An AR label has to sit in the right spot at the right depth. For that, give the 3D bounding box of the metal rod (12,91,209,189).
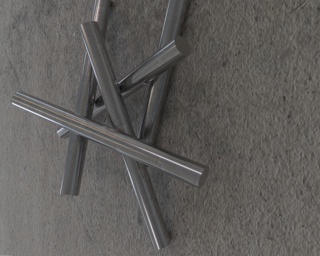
[{"bbox_3d":[-0.081,0.005,0.389,0.300,0.025,0.025,20,103,26],"label":"metal rod"}]

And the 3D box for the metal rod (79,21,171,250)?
[{"bbox_3d":[-0.044,0.011,0.399,0.025,0.025,0.298,-17,92,39],"label":"metal rod"}]

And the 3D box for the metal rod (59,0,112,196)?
[{"bbox_3d":[-0.104,-0.056,0.445,0.025,0.025,0.299,-4,73,40],"label":"metal rod"}]

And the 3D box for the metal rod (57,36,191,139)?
[{"bbox_3d":[-0.072,-0.042,0.443,0.299,0.025,0.025,-27,73,43],"label":"metal rod"}]

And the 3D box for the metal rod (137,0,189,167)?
[{"bbox_3d":[0.008,-0.094,0.398,0.025,0.025,0.298,22,104,38],"label":"metal rod"}]
